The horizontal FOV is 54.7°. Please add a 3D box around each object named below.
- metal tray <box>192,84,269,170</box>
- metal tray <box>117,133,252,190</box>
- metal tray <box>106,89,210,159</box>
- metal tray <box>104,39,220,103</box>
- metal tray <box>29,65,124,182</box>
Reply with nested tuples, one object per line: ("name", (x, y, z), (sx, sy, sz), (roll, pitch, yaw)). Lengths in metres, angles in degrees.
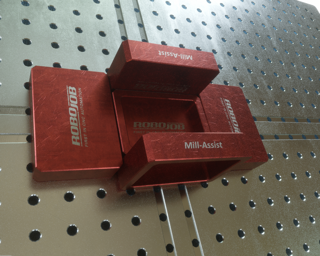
("metal tray", (0.098, -0.004, 0.460), (0.091, 0.030, 0.130), (1, 61, -29))
("metal tray", (0.027, 0.039, 0.357), (0.131, 0.090, 0.030), (1, 62, -28))
("metal tray", (0.002, -0.001, 0.405), (0.131, 0.030, 0.090), (1, 61, -28))
("metal tray", (0.001, -0.067, 0.409), (0.131, 0.090, 0.030), (1, 62, -28))
("metal tray", (-0.099, -0.007, 0.357), (0.091, 0.030, 0.130), (1, 61, -28))
